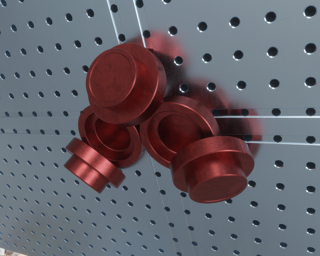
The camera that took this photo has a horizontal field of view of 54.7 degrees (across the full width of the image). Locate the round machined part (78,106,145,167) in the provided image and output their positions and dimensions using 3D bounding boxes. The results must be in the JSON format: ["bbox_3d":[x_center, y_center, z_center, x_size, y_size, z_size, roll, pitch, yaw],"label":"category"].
[{"bbox_3d":[-0.061,0.003,0.431,0.098,0.042,0.097,13,124,20],"label":"round machined part"}]

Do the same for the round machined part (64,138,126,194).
[{"bbox_3d":[-0.102,0.061,0.460,0.098,0.042,0.098,34,163,12],"label":"round machined part"}]

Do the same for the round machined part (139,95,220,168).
[{"bbox_3d":[0.027,0.004,0.387,0.098,0.042,0.097,13,124,20],"label":"round machined part"}]

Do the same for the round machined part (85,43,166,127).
[{"bbox_3d":[-0.046,-0.052,0.357,0.098,0.042,0.098,-5,78,26],"label":"round machined part"}]

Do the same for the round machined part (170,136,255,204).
[{"bbox_3d":[0.064,0.055,0.365,0.099,0.042,0.097,-7,142,-5],"label":"round machined part"}]
